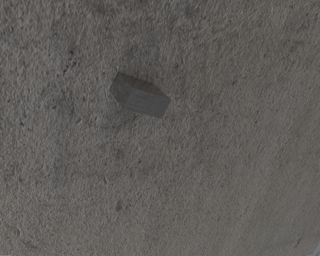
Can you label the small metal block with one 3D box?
[{"bbox_3d":[-0.023,-0.038,0.354,0.050,0.050,0.025,13,112,-34],"label":"small metal block"}]
